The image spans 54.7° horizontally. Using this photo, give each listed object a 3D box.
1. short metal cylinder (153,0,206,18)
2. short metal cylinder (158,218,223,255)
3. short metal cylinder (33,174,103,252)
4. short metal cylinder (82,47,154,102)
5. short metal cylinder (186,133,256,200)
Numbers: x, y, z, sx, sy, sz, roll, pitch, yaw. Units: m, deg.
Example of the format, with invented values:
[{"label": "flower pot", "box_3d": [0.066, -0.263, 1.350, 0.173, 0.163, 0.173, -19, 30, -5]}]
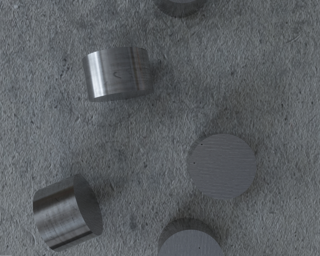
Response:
[{"label": "short metal cylinder", "box_3d": [0.027, -0.190, 0.397, 0.081, 0.050, 0.080, 0, 90, 0]}, {"label": "short metal cylinder", "box_3d": [0.037, 0.162, 0.398, 0.081, 0.050, 0.080, 0, 90, 0]}, {"label": "short metal cylinder", "box_3d": [-0.111, 0.103, 0.382, 0.050, 0.080, 0.080, -23, 90, 0]}, {"label": "short metal cylinder", "box_3d": [-0.051, -0.064, 0.382, 0.080, 0.080, 0.050, -9, 90, 0]}, {"label": "short metal cylinder", "box_3d": [0.076, 0.046, 0.398, 0.081, 0.050, 0.080, 0, 90, 0]}]
